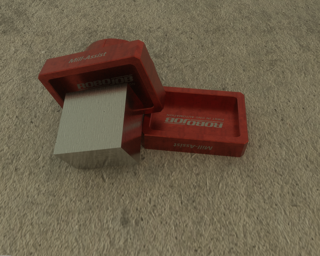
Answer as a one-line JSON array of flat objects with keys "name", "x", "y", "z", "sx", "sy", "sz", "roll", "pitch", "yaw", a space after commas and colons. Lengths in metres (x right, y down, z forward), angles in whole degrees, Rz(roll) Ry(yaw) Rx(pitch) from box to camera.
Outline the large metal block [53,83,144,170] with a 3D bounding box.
[{"name": "large metal block", "x": -0.068, "y": 0.000, "z": 0.363, "sx": 0.080, "sy": 0.050, "sz": 0.080, "roll": -7, "pitch": 61, "yaw": 17}]

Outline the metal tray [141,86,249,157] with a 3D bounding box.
[{"name": "metal tray", "x": 0.046, "y": -0.011, "z": 0.411, "sx": 0.131, "sy": 0.030, "sz": 0.090, "roll": 5, "pitch": 50, "yaw": 3}]

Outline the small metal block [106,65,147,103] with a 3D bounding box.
[{"name": "small metal block", "x": -0.049, "y": -0.066, "z": 0.460, "sx": 0.050, "sy": 0.025, "sz": 0.050, "roll": 5, "pitch": 50, "yaw": 4}]

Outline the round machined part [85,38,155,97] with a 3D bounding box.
[{"name": "round machined part", "x": -0.054, "y": -0.077, "z": 0.407, "sx": 0.099, "sy": 0.097, "sz": 0.042, "roll": 5, "pitch": 50, "yaw": 3}]

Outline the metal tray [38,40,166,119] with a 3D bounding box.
[{"name": "metal tray", "x": -0.068, "y": -0.052, "z": 0.383, "sx": 0.130, "sy": 0.090, "sz": 0.030, "roll": -7, "pitch": 49, "yaw": 18}]
